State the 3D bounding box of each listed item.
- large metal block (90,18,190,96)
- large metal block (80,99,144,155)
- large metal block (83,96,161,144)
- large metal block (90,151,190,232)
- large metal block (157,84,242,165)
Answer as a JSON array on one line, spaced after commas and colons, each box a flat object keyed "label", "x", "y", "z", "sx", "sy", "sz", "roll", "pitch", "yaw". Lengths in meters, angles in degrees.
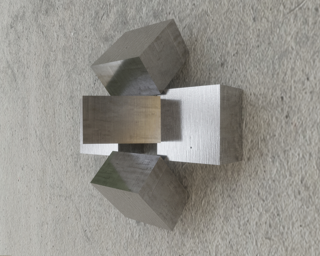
[{"label": "large metal block", "x": -0.023, "y": -0.083, "z": 0.380, "sx": 0.080, "sy": 0.080, "sz": 0.050, "roll": 0, "pitch": 134, "yaw": 40}, {"label": "large metal block", "x": -0.069, "y": -0.003, "z": 0.445, "sx": 0.080, "sy": 0.050, "sz": 0.079, "roll": 0, "pitch": 90, "yaw": 39}, {"label": "large metal block", "x": -0.043, "y": -0.009, "z": 0.362, "sx": 0.080, "sy": 0.081, "sz": 0.050, "roll": 179, "pitch": 90, "yaw": -84}, {"label": "large metal block", "x": -0.023, "y": 0.075, "z": 0.380, "sx": 0.080, "sy": 0.080, "sz": 0.050, "roll": 2, "pitch": 48, "yaw": 40}, {"label": "large metal block", "x": 0.044, "y": -0.004, "z": 0.349, "sx": 0.080, "sy": 0.050, "sz": 0.079, "roll": 0, "pitch": 90, "yaw": 39}]
